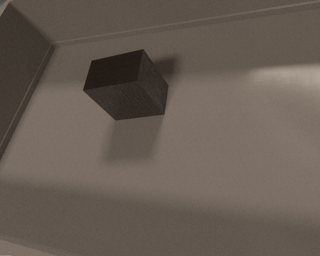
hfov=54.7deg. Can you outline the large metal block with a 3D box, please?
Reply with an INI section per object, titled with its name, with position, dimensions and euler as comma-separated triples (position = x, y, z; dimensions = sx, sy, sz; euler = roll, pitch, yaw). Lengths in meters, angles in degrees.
[large metal block]
position = -0.043, -0.055, 0.426
dimensions = 0.080, 0.080, 0.050
euler = -6, 59, 25
